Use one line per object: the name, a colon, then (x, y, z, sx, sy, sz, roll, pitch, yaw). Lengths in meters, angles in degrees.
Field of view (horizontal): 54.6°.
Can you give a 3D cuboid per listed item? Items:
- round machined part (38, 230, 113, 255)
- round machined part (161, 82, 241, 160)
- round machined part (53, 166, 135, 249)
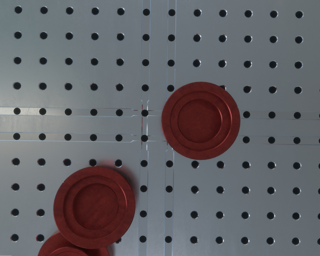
round machined part: (-0.113, 0.181, 0.404, 0.099, 0.042, 0.097, 0, 90, 0)
round machined part: (0.051, -0.009, 0.405, 0.099, 0.042, 0.097, 0, 90, 0)
round machined part: (-0.081, 0.100, 0.397, 0.099, 0.042, 0.098, 1, 76, -6)
